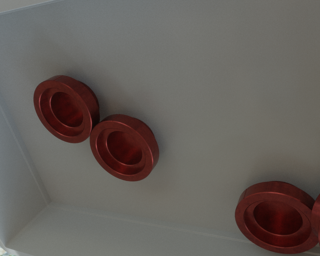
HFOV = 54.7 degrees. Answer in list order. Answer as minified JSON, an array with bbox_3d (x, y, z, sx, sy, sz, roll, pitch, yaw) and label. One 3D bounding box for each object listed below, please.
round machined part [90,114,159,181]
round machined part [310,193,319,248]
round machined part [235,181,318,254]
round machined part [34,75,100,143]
[{"bbox_3d":[-0.045,0.023,0.434,0.098,0.042,0.097,13,124,20],"label":"round machined part"},{"bbox_3d":[0.201,0.096,0.328,0.042,0.099,0.098,21,137,62],"label":"round machined part"},{"bbox_3d":[0.147,0.105,0.385,0.098,0.042,0.097,13,124,20],"label":"round machined part"},{"bbox_3d":[-0.127,-0.030,0.444,0.098,0.042,0.097,13,124,20],"label":"round machined part"}]
